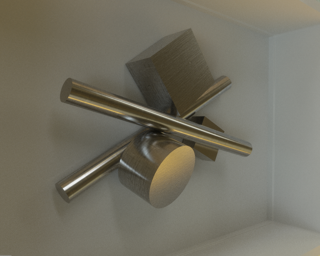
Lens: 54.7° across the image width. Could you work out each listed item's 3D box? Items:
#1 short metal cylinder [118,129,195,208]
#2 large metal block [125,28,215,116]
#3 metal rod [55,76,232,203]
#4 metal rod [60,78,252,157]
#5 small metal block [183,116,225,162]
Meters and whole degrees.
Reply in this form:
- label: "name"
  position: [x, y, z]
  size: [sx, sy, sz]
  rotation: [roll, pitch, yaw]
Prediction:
- label: "short metal cylinder"
  position: [-0.003, 0.048, 0.370]
  size: [0.081, 0.050, 0.079]
  rotation: [-31, 134, -38]
- label: "large metal block"
  position: [0.016, -0.071, 0.403]
  size: [0.080, 0.050, 0.080]
  rotation: [-43, 117, -31]
- label: "metal rod"
  position: [0.001, -0.002, 0.407]
  size: [0.302, 0.025, 0.025]
  rotation: [-34, 112, -35]
- label: "metal rod"
  position: [0.022, -0.002, 0.392]
  size: [0.302, 0.025, 0.025]
  rotation: [17, 79, -39]
- label: "small metal block"
  position: [0.064, 0.016, 0.459]
  size: [0.050, 0.025, 0.050]
  rotation: [33, 69, -35]
